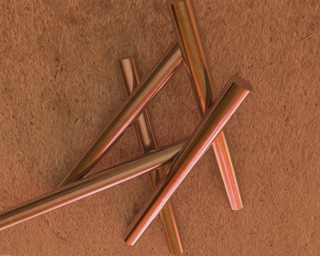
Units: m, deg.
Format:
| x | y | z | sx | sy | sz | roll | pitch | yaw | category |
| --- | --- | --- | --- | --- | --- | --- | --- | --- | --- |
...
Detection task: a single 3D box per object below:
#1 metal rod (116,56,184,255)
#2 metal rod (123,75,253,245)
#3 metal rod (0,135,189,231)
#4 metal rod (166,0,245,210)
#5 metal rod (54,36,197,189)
| x | y | z | sx | sy | sz | roll | pitch | yaw | category |
| --- | --- | --- | --- | --- | --- | --- | --- | --- | --- |
| -0.008 | 0.051 | 0.428 | 0.025 | 0.025 | 0.298 | -12 | 110 | 4 | metal rod |
| 0.018 | 0.061 | 0.387 | 0.025 | 0.025 | 0.298 | 24 | 125 | -9 | metal rod |
| -0.095 | 0.076 | 0.404 | 0.301 | 0.025 | 0.025 | -22 | 109 | 4 | metal rod |
| 0.064 | -0.004 | 0.367 | 0.025 | 0.025 | 0.299 | -18 | 125 | 6 | metal rod |
| -0.059 | 0.004 | 0.389 | 0.025 | 0.025 | 0.299 | 37 | 114 | -13 | metal rod |
